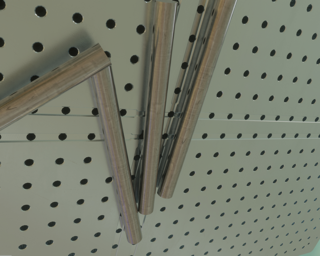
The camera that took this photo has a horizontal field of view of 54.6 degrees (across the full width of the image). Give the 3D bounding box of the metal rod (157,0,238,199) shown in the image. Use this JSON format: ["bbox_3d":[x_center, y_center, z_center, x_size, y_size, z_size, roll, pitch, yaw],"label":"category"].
[{"bbox_3d":[0.044,-0.031,0.415,0.025,0.025,0.298,1,118,-29],"label":"metal rod"}]

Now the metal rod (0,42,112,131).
[{"bbox_3d":[-0.183,0.005,0.300,0.301,0.025,0.025,-32,129,-3],"label":"metal rod"}]

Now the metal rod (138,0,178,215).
[{"bbox_3d":[-0.008,-0.006,0.402,0.025,0.025,0.298,-8,122,-24],"label":"metal rod"}]

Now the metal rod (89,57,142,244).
[{"bbox_3d":[-0.053,0.052,0.413,0.025,0.025,0.298,-18,126,-18],"label":"metal rod"}]
